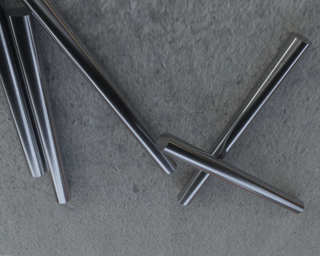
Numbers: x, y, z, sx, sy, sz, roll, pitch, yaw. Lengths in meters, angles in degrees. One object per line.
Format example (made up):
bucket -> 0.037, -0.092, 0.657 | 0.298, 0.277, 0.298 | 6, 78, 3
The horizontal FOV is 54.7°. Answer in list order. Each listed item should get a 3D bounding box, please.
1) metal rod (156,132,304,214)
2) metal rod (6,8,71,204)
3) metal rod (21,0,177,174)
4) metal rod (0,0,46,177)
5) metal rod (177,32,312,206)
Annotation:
metal rod -> 0.118, 0.074, 0.446 | 0.301, 0.025, 0.025 | 27, 125, -31
metal rod -> -0.148, -0.002, 0.403 | 0.025, 0.025, 0.298 | 2, 130, -2
metal rod -> -0.059, -0.041, 0.370 | 0.025, 0.025, 0.300 | -23, 127, 18
metal rod -> -0.172, -0.050, 0.361 | 0.025, 0.025, 0.298 | 2, 130, -3
metal rod -> 0.095, 0.011, 0.417 | 0.025, 0.025, 0.298 | 17, 128, -14
